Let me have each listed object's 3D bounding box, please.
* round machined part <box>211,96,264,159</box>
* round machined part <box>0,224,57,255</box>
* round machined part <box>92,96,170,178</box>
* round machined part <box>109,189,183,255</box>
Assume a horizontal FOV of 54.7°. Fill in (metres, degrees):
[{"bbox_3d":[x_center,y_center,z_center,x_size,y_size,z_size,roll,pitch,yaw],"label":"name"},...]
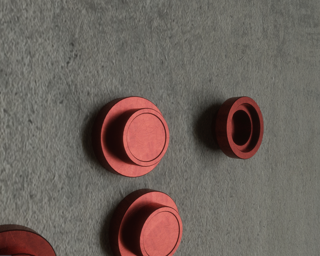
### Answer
[{"bbox_3d":[0.120,-0.001,0.494,0.099,0.042,0.097,0,90,-40],"label":"round machined part"},{"bbox_3d":[-0.139,0.141,0.278,0.099,0.042,0.097,0,90,-40],"label":"round machined part"},{"bbox_3d":[-0.027,0.011,0.371,0.099,0.042,0.097,0,90,-40],"label":"round machined part"},{"bbox_3d":[-0.010,0.128,0.385,0.099,0.042,0.097,0,90,-40],"label":"round machined part"}]
